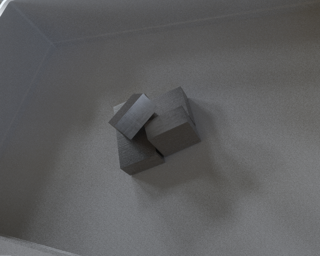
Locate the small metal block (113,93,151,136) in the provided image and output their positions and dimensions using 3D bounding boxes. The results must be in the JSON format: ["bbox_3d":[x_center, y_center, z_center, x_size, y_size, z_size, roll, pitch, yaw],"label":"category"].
[{"bbox_3d":[-0.034,-0.013,0.428,0.050,0.025,0.050,-22,54,14],"label":"small metal block"}]

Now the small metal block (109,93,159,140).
[{"bbox_3d":[-0.034,-0.016,0.382,0.050,0.025,0.050,-50,17,-8],"label":"small metal block"}]

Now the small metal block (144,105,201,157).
[{"bbox_3d":[0.016,0.005,0.375,0.050,0.050,0.025,-25,53,12],"label":"small metal block"}]

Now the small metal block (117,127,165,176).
[{"bbox_3d":[-0.026,0.027,0.399,0.050,0.025,0.050,-22,54,14],"label":"small metal block"}]

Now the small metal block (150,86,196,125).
[{"bbox_3d":[0.014,-0.020,0.407,0.050,0.025,0.050,-22,54,14],"label":"small metal block"}]
